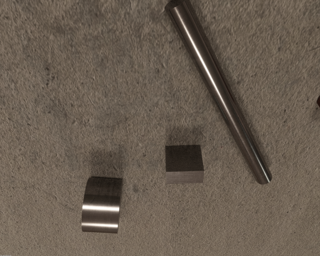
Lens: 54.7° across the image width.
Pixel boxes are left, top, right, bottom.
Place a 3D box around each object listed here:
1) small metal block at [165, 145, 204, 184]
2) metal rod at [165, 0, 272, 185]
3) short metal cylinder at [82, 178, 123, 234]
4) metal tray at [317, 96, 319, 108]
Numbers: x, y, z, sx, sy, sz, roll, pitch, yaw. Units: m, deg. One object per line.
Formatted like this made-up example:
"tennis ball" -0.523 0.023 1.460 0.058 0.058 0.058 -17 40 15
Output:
"small metal block" 0.033 0.050 0.434 0.050 0.050 0.025 -2 130 1
"metal rod" 0.087 -0.023 0.388 0.025 0.025 0.300 -23 127 18
"short metal cylinder" -0.086 0.117 0.470 0.050 0.080 0.079 5 130 -5
"metal tray" 0.270 -0.048 0.366 0.131 0.030 0.089 5 130 -5
